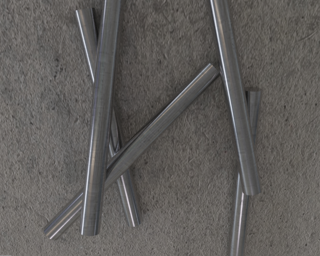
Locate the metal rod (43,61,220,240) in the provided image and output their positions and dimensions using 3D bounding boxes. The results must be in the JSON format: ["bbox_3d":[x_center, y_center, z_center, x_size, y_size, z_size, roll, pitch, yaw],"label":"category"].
[{"bbox_3d":[-0.039,0.032,0.397,0.025,0.025,0.300,43,95,-14],"label":"metal rod"}]

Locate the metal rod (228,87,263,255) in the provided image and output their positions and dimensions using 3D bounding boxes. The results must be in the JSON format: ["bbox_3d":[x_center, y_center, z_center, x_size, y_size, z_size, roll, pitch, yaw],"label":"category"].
[{"bbox_3d":[0.118,0.091,0.444,0.025,0.025,0.298,0,110,0],"label":"metal rod"}]

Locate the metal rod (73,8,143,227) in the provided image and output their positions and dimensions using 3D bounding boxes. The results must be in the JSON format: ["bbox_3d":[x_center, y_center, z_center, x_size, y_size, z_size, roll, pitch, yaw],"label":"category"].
[{"bbox_3d":[-0.063,0.001,0.409,0.025,0.025,0.298,-9,110,3],"label":"metal rod"}]

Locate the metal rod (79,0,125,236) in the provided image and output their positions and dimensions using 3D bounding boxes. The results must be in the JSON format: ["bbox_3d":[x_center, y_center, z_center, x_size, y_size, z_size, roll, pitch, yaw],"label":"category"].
[{"bbox_3d":[-0.068,-0.020,0.365,0.025,0.025,0.298,7,96,-3],"label":"metal rod"}]

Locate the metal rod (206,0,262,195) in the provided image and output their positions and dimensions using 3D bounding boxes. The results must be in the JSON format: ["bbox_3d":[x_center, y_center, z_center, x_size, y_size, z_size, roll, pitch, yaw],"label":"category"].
[{"bbox_3d":[0.087,-0.058,0.372,0.025,0.025,0.298,-13,104,4],"label":"metal rod"}]
